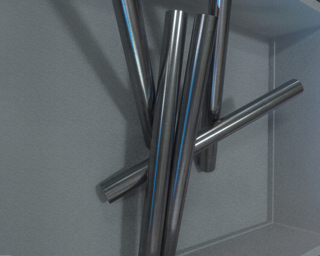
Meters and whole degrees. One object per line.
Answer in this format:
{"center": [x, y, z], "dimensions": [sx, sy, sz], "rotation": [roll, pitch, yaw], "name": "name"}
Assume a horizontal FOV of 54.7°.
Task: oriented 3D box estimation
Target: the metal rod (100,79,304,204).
{"center": [0.065, 0.009, 0.398], "dimensions": [0.302, 0.025, 0.025], "rotation": [-28, 109, -16], "name": "metal rod"}

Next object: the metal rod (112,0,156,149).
{"center": [-0.026, -0.088, 0.305], "dimensions": [0.025, 0.025, 0.298], "rotation": [-44, 143, -31], "name": "metal rod"}

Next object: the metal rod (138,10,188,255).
{"center": [0.002, 0.023, 0.348], "dimensions": [0.025, 0.025, 0.298], "rotation": [3, 95, -40], "name": "metal rod"}

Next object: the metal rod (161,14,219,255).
{"center": [0.027, 0.027, 0.356], "dimensions": [0.025, 0.025, 0.298], "rotation": [-1, 106, -40], "name": "metal rod"}

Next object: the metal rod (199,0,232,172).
{"center": [0.068, -0.063, 0.388], "dimensions": [0.025, 0.025, 0.298], "rotation": [-32, 134, -36], "name": "metal rod"}
